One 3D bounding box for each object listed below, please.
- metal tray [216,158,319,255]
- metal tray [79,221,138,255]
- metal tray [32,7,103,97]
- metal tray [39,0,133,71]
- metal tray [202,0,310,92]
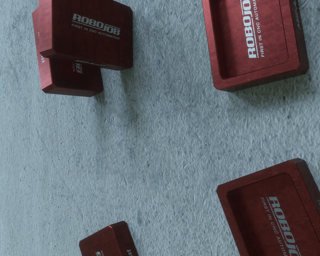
[{"bbox_3d":[0.120,0.105,0.302,0.090,0.030,0.129,-30,72,36],"label":"metal tray"},{"bbox_3d":[-0.066,0.215,0.457,0.090,0.030,0.130,-36,68,34],"label":"metal tray"},{"bbox_3d":[-0.141,-0.116,0.478,0.030,0.091,0.129,-17,79,39],"label":"metal tray"},{"bbox_3d":[-0.093,-0.131,0.413,0.030,0.131,0.089,-1,90,40],"label":"metal tray"},{"bbox_3d":[0.094,-0.110,0.323,0.090,0.030,0.129,-11,83,39],"label":"metal tray"}]
